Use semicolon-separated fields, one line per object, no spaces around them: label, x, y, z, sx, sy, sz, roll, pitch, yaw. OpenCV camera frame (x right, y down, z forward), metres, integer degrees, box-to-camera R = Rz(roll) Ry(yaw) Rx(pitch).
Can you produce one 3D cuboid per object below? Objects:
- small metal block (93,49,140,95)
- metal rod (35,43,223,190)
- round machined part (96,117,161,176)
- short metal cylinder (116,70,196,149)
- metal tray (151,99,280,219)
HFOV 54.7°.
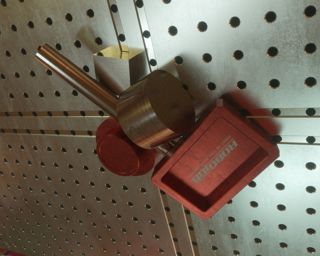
small metal block;-0.054;-0.070;0.395;0.050;0.025;0.050;12;124;21
metal rod;-0.026;-0.003;0.400;0.301;0.025;0.025;38;129;-8
round machined part;-0.051;0.030;0.443;0.098;0.042;0.097;13;124;20
short metal cylinder;-0.004;-0.021;0.363;0.050;0.080;0.080;-28;103;37
metal tray;0.063;0.041;0.372;0.090;0.030;0.129;37;114;-7
